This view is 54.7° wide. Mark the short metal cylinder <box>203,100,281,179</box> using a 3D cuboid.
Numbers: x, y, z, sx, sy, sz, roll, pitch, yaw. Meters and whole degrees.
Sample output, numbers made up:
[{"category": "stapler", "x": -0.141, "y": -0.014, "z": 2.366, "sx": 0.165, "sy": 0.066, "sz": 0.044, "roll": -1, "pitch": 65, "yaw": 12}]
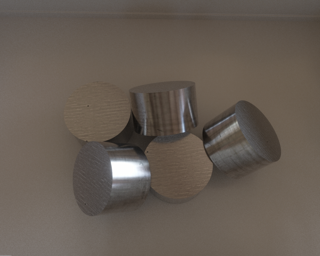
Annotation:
[{"category": "short metal cylinder", "x": 0.097, "y": 0.014, "z": 0.369, "sx": 0.080, "sy": 0.050, "sz": 0.080, "roll": 27, "pitch": 44, "yaw": -30}]

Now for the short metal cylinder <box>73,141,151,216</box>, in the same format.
[{"category": "short metal cylinder", "x": -0.056, "y": 0.056, "z": 0.351, "sx": 0.050, "sy": 0.080, "sz": 0.080, "roll": 7, "pitch": 63, "yaw": -43}]

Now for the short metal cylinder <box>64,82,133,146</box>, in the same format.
[{"category": "short metal cylinder", "x": -0.076, "y": -0.012, "z": 0.397, "sx": 0.081, "sy": 0.050, "sz": 0.080, "roll": 0, "pitch": 70, "yaw": 0}]

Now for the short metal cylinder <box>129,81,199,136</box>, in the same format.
[{"category": "short metal cylinder", "x": 0.005, "y": -0.026, "z": 0.381, "sx": 0.081, "sy": 0.080, "sz": 0.050, "roll": -8, "pitch": 106, "yaw": -3}]

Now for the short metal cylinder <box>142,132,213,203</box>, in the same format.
[{"category": "short metal cylinder", "x": 0.020, "y": 0.049, "z": 0.377, "sx": 0.081, "sy": 0.050, "sz": 0.080, "roll": 0, "pitch": 70, "yaw": 0}]
